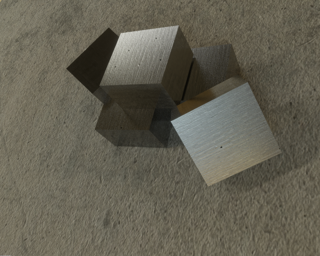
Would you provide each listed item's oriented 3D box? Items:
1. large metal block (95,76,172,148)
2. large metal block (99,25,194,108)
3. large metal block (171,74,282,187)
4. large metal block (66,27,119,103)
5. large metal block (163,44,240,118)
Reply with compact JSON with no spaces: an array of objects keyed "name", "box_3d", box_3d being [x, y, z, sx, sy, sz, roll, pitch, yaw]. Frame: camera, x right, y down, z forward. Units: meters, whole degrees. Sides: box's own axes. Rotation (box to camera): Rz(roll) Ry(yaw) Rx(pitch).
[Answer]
[{"name":"large metal block","box_3d":[-0.029,-0.021,0.413,0.080,0.050,0.080,0,62,28]},{"name":"large metal block","box_3d":[-0.014,-0.070,0.371,0.080,0.050,0.080,2,63,29]},{"name":"large metal block","box_3d":[0.066,0.001,0.325,0.080,0.080,0.050,-27,15,10]},{"name":"large metal block","box_3d":[-0.078,-0.086,0.453,0.050,0.080,0.080,44,86,6]},{"name":"large metal block","box_3d":[0.052,-0.056,0.396,0.080,0.050,0.080,0,62,28]}]
